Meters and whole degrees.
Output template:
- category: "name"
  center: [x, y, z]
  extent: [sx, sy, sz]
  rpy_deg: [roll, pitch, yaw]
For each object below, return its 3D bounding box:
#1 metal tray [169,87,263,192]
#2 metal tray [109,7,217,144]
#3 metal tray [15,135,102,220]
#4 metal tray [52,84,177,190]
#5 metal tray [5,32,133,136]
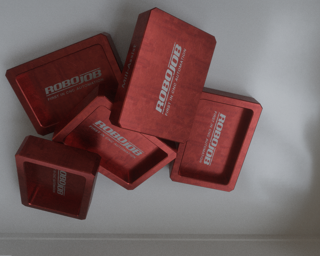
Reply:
- category: "metal tray"
  center: [0.070, 0.016, 0.414]
  extent: [0.091, 0.030, 0.129]
  rpy_deg: [12, 110, -5]
- category: "metal tray"
  center: [0.005, -0.055, 0.350]
  extent: [0.091, 0.030, 0.129]
  rpy_deg: [16, 91, -30]
- category: "metal tray"
  center: [-0.131, 0.070, 0.400]
  extent: [0.091, 0.030, 0.129]
  rpy_deg: [16, 138, -6]
- category: "metal tray"
  center: [-0.053, 0.017, 0.389]
  extent: [0.090, 0.030, 0.130]
  rpy_deg: [-40, 121, 20]
- category: "metal tray"
  center: [-0.108, -0.054, 0.385]
  extent: [0.131, 0.030, 0.090]
  rpy_deg: [-19, 109, 6]
